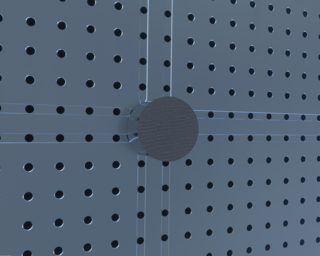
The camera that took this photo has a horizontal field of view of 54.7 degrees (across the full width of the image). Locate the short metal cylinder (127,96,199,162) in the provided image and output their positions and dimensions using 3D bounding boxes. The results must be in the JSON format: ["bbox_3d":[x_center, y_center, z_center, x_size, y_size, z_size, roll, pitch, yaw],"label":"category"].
[{"bbox_3d":[0.003,0.001,0.401,0.081,0.050,0.079,0,90,-21],"label":"short metal cylinder"}]
